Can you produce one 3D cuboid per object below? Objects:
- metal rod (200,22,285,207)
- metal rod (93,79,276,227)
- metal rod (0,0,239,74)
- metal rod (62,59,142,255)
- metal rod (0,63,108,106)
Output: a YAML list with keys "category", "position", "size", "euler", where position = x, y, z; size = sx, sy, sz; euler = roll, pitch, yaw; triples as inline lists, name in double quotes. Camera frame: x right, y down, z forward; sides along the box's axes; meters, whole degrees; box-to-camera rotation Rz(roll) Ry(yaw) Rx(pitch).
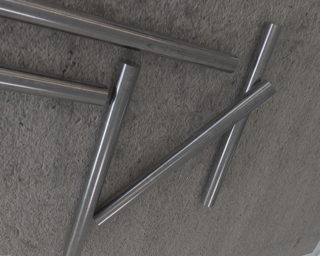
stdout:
- category: "metal rod"
  position: [0.115, -0.005, 0.466]
  size: [0.025, 0.025, 0.298]
  euler: [0, 118, -29]
- category: "metal rod"
  position: [0.030, 0.036, 0.428]
  size: [0.300, 0.025, 0.025]
  euler: [-38, 130, 4]
- category: "metal rod"
  position: [-0.035, -0.097, 0.327]
  size: [0.302, 0.025, 0.025]
  euler: [6, 116, -31]
- category: "metal rod"
  position: [-0.081, 0.058, 0.398]
  size: [0.025, 0.025, 0.298]
  euler: [7, 115, -32]
- category: "metal rod"
  position: [-0.190, -0.055, 0.268]
  size: [0.302, 0.025, 0.025]
  euler: [8, 114, -32]
